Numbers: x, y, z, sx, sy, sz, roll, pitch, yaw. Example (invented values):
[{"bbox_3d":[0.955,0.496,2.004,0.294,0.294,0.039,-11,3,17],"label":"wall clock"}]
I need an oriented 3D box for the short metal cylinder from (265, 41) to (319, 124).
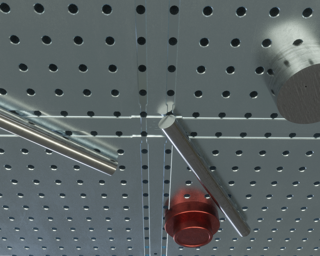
[{"bbox_3d":[0.167,-0.051,0.353,0.081,0.050,0.079,0,130,0],"label":"short metal cylinder"}]

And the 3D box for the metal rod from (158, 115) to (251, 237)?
[{"bbox_3d":[0.082,0.091,0.489,0.025,0.025,0.300,-23,127,18],"label":"metal rod"}]

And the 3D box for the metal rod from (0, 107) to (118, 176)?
[{"bbox_3d":[-0.192,-0.006,0.404,0.301,0.025,0.025,28,125,-22],"label":"metal rod"}]

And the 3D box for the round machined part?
[{"bbox_3d":[0.058,0.177,0.552,0.099,0.042,0.097,0,130,0],"label":"round machined part"}]
